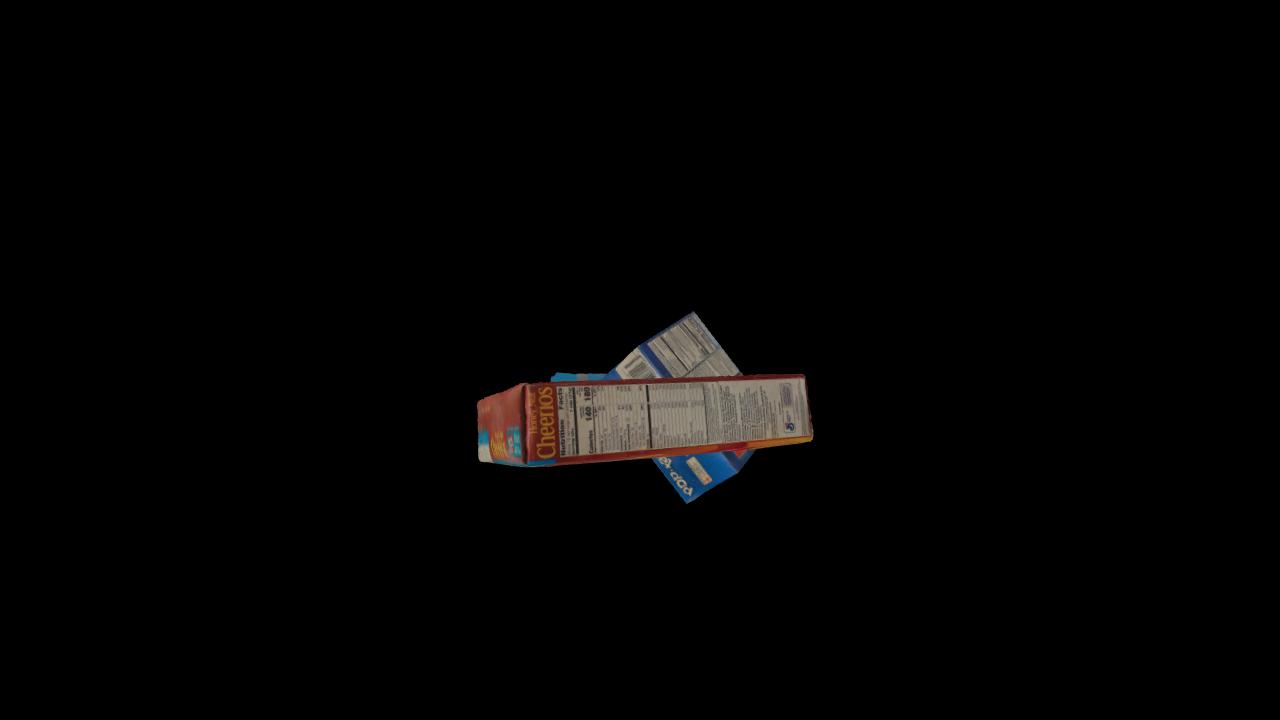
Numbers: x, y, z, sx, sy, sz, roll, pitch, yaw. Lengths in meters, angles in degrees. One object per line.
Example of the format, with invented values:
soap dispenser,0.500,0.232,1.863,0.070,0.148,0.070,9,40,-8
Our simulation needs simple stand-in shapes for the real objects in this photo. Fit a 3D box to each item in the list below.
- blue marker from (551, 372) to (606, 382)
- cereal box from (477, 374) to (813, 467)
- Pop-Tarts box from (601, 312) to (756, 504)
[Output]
blue marker,-0.046,0.025,0.725,0.121,0.020,0.020,2,-1,-26
cereal box,-0.003,0.065,0.652,0.306,0.081,0.203,-1,-7,-26
Pop-Tarts box,0.057,0.049,0.702,0.083,0.167,0.141,-39,-3,35
